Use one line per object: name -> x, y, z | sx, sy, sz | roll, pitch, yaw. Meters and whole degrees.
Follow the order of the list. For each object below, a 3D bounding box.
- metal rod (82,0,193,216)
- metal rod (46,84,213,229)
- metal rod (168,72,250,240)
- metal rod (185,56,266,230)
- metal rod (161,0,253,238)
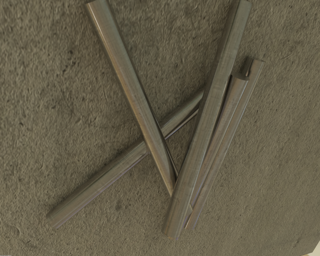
metal rod -> -0.014, -0.002, 0.370 | 0.025, 0.025, 0.299 | -28, 120, -11
metal rod -> -0.024, 0.026, 0.409 | 0.300, 0.025, 0.025 | -39, 129, -2
metal rod -> 0.061, 0.059, 0.458 | 0.025, 0.025, 0.298 | -1, 124, -28
metal rod -> 0.090, 0.037, 0.478 | 0.025, 0.025, 0.298 | 3, 117, -30
metal rod -> 0.056, -0.007, 0.385 | 0.025, 0.025, 0.298 | 13, 97, -34
